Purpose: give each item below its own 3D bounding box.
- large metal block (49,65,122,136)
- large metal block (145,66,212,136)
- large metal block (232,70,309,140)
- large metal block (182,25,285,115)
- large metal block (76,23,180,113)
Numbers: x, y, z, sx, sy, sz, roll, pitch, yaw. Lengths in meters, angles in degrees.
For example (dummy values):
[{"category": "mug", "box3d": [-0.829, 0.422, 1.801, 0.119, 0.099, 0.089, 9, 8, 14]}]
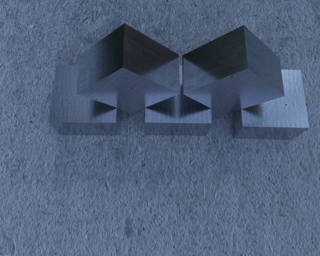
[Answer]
[{"category": "large metal block", "box3d": [-0.093, -0.035, 0.408, 0.081, 0.050, 0.080, 0, 70, 0]}, {"category": "large metal block", "box3d": [0.023, -0.035, 0.409, 0.081, 0.050, 0.080, 1, 70, 0]}, {"category": "large metal block", "box3d": [0.140, -0.030, 0.409, 0.081, 0.050, 0.080, 1, 70, 0]}, {"category": "large metal block", "box3d": [0.082, -0.060, 0.352, 0.080, 0.080, 0.050, -18, 63, 41]}, {"category": "large metal block", "box3d": [-0.035, -0.061, 0.349, 0.080, 0.080, 0.050, 18, 63, -42]}]
